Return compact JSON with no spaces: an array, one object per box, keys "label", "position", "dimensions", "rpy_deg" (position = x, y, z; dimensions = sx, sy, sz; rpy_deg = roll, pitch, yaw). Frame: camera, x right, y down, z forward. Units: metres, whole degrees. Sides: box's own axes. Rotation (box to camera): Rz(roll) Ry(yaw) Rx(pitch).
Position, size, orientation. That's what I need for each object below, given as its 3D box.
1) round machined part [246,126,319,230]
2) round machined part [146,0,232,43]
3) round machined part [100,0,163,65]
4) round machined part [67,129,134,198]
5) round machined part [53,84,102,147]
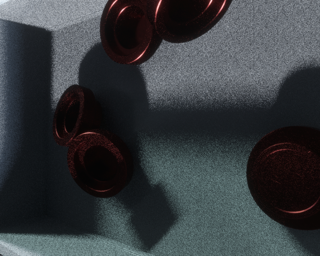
[{"label":"round machined part","position":[0.127,0.047,0.291],"dimensions":[0.098,0.042,0.097],"rpy_deg":[0,90,40]},{"label":"round machined part","position":[0.029,-0.144,0.336],"dimensions":[0.098,0.099,0.042],"rpy_deg":[-47,61,30]},{"label":"round machined part","position":[-0.033,-0.135,0.419],"dimensions":[0.098,0.042,0.097],"rpy_deg":[5,98,38]},{"label":"round machined part","position":[-0.081,0.048,0.449],"dimensions":[0.098,0.042,0.097],"rpy_deg":[6,107,22]},{"label":"round machined part","position":[-0.128,-0.016,0.492],"dimensions":[0.098,0.042,0.098],"rpy_deg":[-18,65,44]}]
